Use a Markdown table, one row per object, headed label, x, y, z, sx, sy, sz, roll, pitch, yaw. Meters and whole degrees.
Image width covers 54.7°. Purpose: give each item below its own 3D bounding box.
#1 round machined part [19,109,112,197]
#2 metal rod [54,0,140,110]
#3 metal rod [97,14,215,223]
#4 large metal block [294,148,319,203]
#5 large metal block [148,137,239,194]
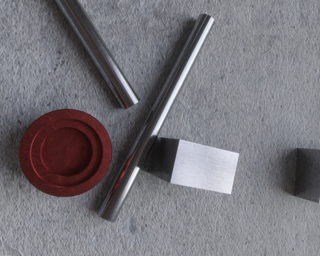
| label | x | y | z | sx | sy | sz | roll | pitch | yaw |
| --- | --- | --- | --- | --- | --- | --- | --- | --- | --- |
| round machined part | -0.109 | 0.027 | 0.360 | 0.099 | 0.042 | 0.097 | 0 | 90 | -21 |
| metal rod | -0.113 | -0.154 | 0.367 | 0.025 | 0.025 | 0.299 | -35 | 102 | -17 |
| metal rod | -0.001 | -0.020 | 0.409 | 0.025 | 0.025 | 0.299 | 30 | 80 | -18 |
| large metal block | 0.269 | 0.076 | 0.498 | 0.081 | 0.050 | 0.080 | 5 | 88 | -20 |
| large metal block | 0.040 | 0.046 | 0.396 | 0.081 | 0.080 | 0.050 | 14 | 85 | -20 |
